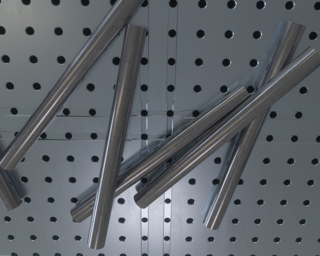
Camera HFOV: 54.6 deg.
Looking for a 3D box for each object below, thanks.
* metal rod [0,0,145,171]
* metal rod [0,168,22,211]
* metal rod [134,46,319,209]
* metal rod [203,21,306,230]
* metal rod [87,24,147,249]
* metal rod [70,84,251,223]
[{"bbox_3d":[-0.116,-0.057,0.391,0.025,0.025,0.299,39,105,-13],"label":"metal rod"},{"bbox_3d":[-0.259,-0.020,0.403,0.025,0.025,0.299,-16,109,6],"label":"metal rod"},{"bbox_3d":[0.074,0.012,0.401,0.025,0.025,0.299,42,111,-14],"label":"metal rod"},{"bbox_3d":[0.119,0.011,0.417,0.025,0.025,0.298,15,109,-6],"label":"metal rod"},{"bbox_3d":[-0.059,0.021,0.402,0.025,0.025,0.298,11,103,-4],"label":"metal rod"},{"bbox_3d":[-0.006,0.041,0.428,0.300,0.025,0.025,-37,106,12],"label":"metal rod"}]
